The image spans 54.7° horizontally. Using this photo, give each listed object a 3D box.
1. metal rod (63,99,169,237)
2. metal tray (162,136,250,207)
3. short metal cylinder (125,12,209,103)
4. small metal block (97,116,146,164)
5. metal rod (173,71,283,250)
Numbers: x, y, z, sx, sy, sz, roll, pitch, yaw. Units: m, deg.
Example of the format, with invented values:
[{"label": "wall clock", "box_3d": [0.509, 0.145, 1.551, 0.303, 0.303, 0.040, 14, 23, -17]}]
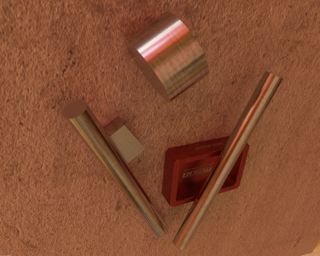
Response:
[{"label": "metal rod", "box_3d": [-0.039, 0.075, 0.403, 0.025, 0.025, 0.299, -32, 137, -8]}, {"label": "metal tray", "box_3d": [0.071, 0.065, 0.482, 0.131, 0.030, 0.089, -10, 123, -23]}, {"label": "short metal cylinder", "box_3d": [0.007, -0.074, 0.329, 0.050, 0.080, 0.080, -37, 129, -3]}, {"label": "small metal block", "box_3d": [-0.055, 0.021, 0.390, 0.050, 0.025, 0.050, -39, 129, -2]}, {"label": "metal rod", "box_3d": [0.091, 0.059, 0.452, 0.025, 0.025, 0.298, 12, 112, -34]}]
